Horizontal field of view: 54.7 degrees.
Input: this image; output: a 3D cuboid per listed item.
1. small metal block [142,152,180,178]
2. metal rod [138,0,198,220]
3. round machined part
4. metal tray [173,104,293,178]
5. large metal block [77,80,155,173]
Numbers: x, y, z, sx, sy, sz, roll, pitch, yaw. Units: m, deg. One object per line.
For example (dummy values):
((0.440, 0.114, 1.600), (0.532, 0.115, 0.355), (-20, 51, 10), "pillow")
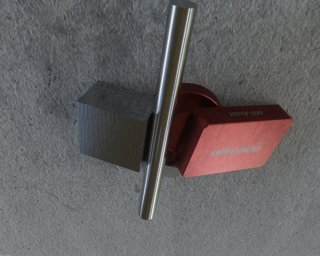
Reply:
((0.006, 0.049, 0.437), (0.050, 0.025, 0.050), (12, 155, -10), "small metal block")
((0.000, 0.008, 0.360), (0.025, 0.025, 0.298), (6, 128, -5), "metal rod")
((0.031, -0.005, 0.393), (0.099, 0.042, 0.097), (0, 130, 0), "round machined part")
((0.091, 0.016, 0.391), (0.131, 0.030, 0.089), (-4, 134, -24), "metal tray")
((-0.050, -0.002, 0.376), (0.080, 0.050, 0.079), (17, 130, 9), "large metal block")
